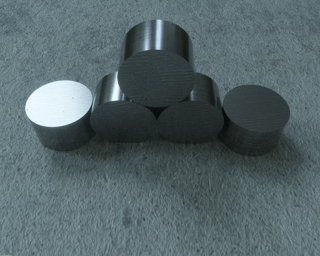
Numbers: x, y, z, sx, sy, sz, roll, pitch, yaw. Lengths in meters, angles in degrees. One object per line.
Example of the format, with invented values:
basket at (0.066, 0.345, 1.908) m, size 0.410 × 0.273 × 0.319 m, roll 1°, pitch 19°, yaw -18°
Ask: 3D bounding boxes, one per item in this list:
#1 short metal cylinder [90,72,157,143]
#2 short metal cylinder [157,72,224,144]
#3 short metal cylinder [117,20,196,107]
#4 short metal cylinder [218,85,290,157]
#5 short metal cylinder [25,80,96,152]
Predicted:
short metal cylinder at (-0.044, -0.024, 0.389) m, size 0.080 × 0.080 × 0.050 m, roll 0°, pitch 50°, yaw 0°
short metal cylinder at (0.037, -0.023, 0.389) m, size 0.080 × 0.080 × 0.050 m, roll 0°, pitch 49°, yaw 0°
short metal cylinder at (-0.003, -0.068, 0.336) m, size 0.080 × 0.080 × 0.050 m, roll 1°, pitch 51°, yaw 0°
short metal cylinder at (0.117, -0.010, 0.397) m, size 0.081 × 0.050 × 0.080 m, roll 0°, pitch 50°, yaw 0°
short metal cylinder at (-0.124, -0.016, 0.401) m, size 0.081 × 0.050 × 0.080 m, roll 0°, pitch 50°, yaw 0°
